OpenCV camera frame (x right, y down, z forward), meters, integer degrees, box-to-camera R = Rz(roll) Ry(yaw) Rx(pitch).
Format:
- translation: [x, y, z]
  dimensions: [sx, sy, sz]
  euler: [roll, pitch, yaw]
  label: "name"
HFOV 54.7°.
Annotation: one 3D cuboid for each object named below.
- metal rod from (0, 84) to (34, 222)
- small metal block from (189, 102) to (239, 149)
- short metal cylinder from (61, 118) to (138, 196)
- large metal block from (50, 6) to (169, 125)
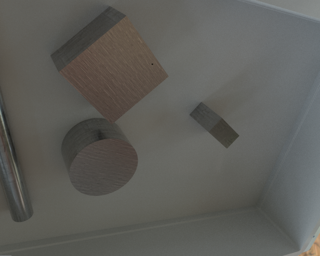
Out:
- translation: [-0.166, -0.021, 0.305]
  dimensions: [0.025, 0.025, 0.298]
  euler: [-13, 124, -22]
  label: "metal rod"
- translation: [0.076, -0.004, 0.434]
  dimensions: [0.025, 0.050, 0.050]
  euler: [-48, 129, 5]
  label: "small metal block"
- translation: [-0.074, 0.035, 0.375]
  dimensions: [0.081, 0.050, 0.079]
  euler: [-14, 125, -21]
  label: "short metal cylinder"
- translation: [-0.052, -0.065, 0.325]
  dimensions: [0.080, 0.050, 0.080]
  euler: [-41, 130, -1]
  label: "large metal block"
